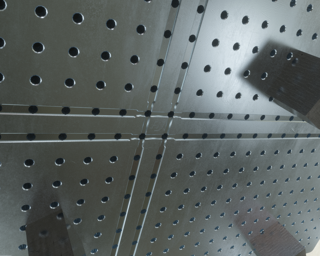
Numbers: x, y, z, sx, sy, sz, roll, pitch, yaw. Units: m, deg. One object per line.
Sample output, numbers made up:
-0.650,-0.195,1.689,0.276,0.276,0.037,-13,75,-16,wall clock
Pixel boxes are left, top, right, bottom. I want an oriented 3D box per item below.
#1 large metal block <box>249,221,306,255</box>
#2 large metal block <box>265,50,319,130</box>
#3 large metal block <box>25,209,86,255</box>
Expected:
0.258,0.268,0.681,0.080,0.080,0.050,-32,129,-7,large metal block
0.222,-0.058,0.460,0.050,0.080,0.080,29,102,-38,large metal block
-0.131,0.170,0.409,0.050,0.080,0.080,-24,127,-14,large metal block
